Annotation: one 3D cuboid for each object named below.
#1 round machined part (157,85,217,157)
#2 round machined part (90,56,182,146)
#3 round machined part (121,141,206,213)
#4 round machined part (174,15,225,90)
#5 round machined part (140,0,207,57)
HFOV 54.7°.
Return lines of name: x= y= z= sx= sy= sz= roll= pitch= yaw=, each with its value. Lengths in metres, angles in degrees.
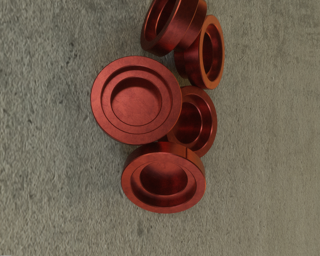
round machined part: x=0.030 y=-0.007 z=0.418 sx=0.099 sy=0.042 sz=0.097 roll=0 pitch=90 yaw=-40
round machined part: x=-0.027 y=-0.028 z=0.352 sx=0.099 sy=0.042 sz=0.097 roll=1 pitch=82 yaw=-8
round machined part: x=0.005 y=0.055 z=0.374 sx=0.098 sy=0.098 sz=0.042 roll=54 pitch=23 yaw=-27
round machined part: x=0.053 y=-0.102 z=0.424 sx=0.099 sy=0.042 sz=0.097 roll=-14 pitch=106 yaw=-59
round machined part: x=0.019 y=-0.130 z=0.368 sx=0.042 sy=0.098 sz=0.098 roll=19 pitch=78 yaw=-26
